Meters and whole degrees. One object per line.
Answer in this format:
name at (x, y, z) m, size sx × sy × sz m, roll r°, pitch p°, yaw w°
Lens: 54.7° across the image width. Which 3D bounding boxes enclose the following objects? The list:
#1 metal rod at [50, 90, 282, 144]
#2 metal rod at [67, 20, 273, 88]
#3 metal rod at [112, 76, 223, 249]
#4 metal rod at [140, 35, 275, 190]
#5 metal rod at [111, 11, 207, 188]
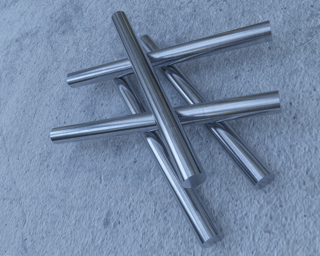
metal rod at (-0.011, -0.008, 0.383) m, size 0.301 × 0.025 × 0.025 m, roll -8°, pitch 58°, yaw 23°
metal rod at (-0.002, -0.097, 0.433) m, size 0.301 × 0.025 × 0.025 m, roll -9°, pitch 58°, yaw 23°
metal rod at (-0.009, 0.012, 0.400) m, size 0.025 × 0.025 × 0.300 m, roll -35°, pitch 51°, yaw 5°
metal rod at (0.041, -0.042, 0.408) m, size 0.025 × 0.025 × 0.300 m, roll -37°, pitch 51°, yaw 3°
metal rod at (-0.015, -0.059, 0.384) m, size 0.025 × 0.025 × 0.299 m, roll -30°, pitch 52°, yaw 9°
